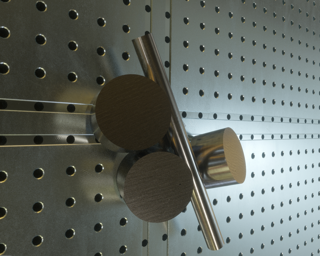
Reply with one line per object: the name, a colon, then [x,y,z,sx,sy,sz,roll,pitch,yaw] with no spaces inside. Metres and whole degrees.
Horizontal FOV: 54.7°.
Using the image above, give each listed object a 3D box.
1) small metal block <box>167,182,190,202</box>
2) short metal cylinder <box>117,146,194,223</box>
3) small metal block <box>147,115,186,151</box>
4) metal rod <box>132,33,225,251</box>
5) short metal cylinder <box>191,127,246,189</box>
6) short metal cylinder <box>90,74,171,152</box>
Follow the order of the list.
small metal block: [0.029,0.073,0.429,0.050,0.025,0.050,-48,119,-29]
short metal cylinder: [-0.008,0.064,0.365,0.081,0.050,0.079,-1,94,-17]
small metal block: [0.000,-0.004,0.405,0.050,0.025,0.050,-51,120,-28]
metal rod: [0.029,0.029,0.396,0.025,0.025,0.298,-32,110,-35]
short metal cylinder: [0.084,0.044,0.442,0.080,0.050,0.080,33,49,-48]
short metal cylinder: [-0.034,-0.014,0.342,0.081,0.050,0.080,3,81,-19]
